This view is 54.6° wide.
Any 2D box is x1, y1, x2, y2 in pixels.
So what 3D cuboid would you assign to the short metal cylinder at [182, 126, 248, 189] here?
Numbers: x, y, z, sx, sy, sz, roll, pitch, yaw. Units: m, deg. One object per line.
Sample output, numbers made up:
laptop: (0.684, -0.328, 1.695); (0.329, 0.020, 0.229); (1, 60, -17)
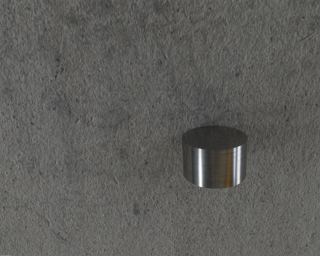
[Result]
short metal cylinder: (0.069, 0.034, 0.393); (0.080, 0.080, 0.050); (-3, 110, 1)
